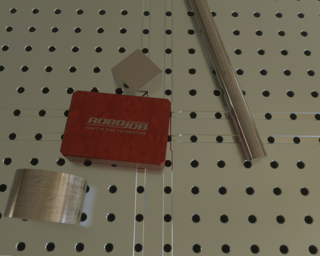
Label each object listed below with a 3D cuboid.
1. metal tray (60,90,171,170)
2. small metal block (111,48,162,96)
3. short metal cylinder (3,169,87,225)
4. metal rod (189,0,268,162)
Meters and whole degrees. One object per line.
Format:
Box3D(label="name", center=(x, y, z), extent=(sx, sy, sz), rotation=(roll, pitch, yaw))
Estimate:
Box3D(label="metal tray", center=(-0.055, 0.002, 0.408), extent=(0.131, 0.030, 0.090), rotation=(6, 70, 1))
Box3D(label="small metal block", center=(-0.032, -0.076, 0.439), extent=(0.050, 0.025, 0.050), rotation=(-41, 75, -14))
Box3D(label="short metal cylinder", center=(-0.127, 0.080, 0.352), extent=(0.080, 0.080, 0.050), rotation=(6, 70, 2))
Box3D(label="metal rod", center=(0.088, -0.096, 0.447), extent=(0.025, 0.025, 0.299), rotation=(-14, 71, -5))
